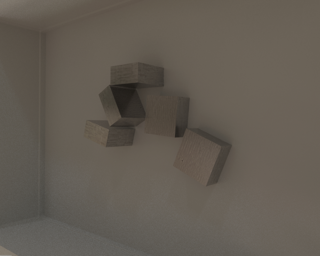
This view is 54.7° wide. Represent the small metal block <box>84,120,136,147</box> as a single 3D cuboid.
[{"bbox_3d":[-0.073,0.007,0.448,0.050,0.050,0.025,20,103,38],"label":"small metal block"}]

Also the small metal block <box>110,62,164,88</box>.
[{"bbox_3d":[-0.030,-0.069,0.413,0.050,0.050,0.025,1,91,39],"label":"small metal block"}]

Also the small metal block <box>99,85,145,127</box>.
[{"bbox_3d":[-0.051,-0.030,0.430,0.025,0.050,0.050,-34,69,34],"label":"small metal block"}]

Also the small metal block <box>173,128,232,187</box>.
[{"bbox_3d":[0.049,0.033,0.365,0.050,0.025,0.050,29,108,36],"label":"small metal block"}]

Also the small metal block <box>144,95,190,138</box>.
[{"bbox_3d":[0.009,-0.016,0.398,0.050,0.025,0.050,7,95,39],"label":"small metal block"}]
